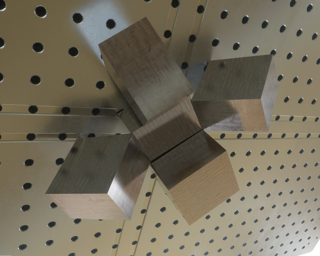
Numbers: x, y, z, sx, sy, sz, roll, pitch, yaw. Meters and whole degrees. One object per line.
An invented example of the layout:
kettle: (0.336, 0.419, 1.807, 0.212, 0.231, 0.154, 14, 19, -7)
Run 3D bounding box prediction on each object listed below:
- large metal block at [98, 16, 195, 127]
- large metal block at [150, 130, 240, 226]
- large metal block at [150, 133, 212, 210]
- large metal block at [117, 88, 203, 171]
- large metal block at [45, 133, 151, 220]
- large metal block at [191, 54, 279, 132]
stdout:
large metal block: (-0.015, -0.051, 0.315, 0.050, 0.080, 0.080, -33, 90, -7)
large metal block: (0.046, 0.063, 0.392, 0.080, 0.050, 0.080, -33, 130, -8)
large metal block: (0.034, 0.057, 0.447, 0.080, 0.050, 0.080, -33, 128, -8)
large metal block: (0.005, 0.000, 0.397, 0.080, 0.050, 0.080, -33, 129, -7)
large metal block: (-0.067, 0.055, 0.353, 0.080, 0.080, 0.050, -6, 133, 25)
large metal block: (0.094, -0.042, 0.380, 0.080, 0.080, 0.050, -63, 140, -36)
